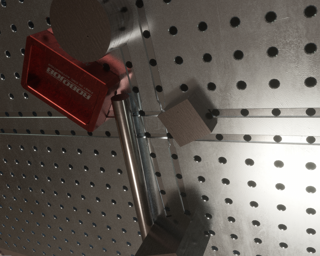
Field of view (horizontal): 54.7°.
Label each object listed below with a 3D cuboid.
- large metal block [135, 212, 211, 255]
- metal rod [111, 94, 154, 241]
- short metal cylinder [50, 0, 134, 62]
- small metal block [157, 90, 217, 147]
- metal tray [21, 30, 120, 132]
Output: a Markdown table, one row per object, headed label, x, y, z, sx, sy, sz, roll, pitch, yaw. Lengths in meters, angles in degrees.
| label | x | y | z | sx | sy | sz | roll | pitch | yaw |
| --- | --- | --- | --- | --- | --- | --- | --- | --- | --- |
| large metal block | 0.021 | 0.182 | 0.476 | 0.080 | 0.080 | 0.050 | -23 | 106 | 36 |
| metal rod | -0.034 | 0.089 | 0.482 | 0.025 | 0.025 | 0.298 | 6 | 121 | 25 |
| short metal cylinder | -0.078 | -0.123 | 0.359 | 0.080 | 0.050 | 0.079 | 13 | 124 | 20 |
| small metal block | 0.034 | -0.011 | 0.386 | 0.050 | 0.025 | 0.050 | -29 | 103 | 37 |
| metal tray | -0.129 | -0.064 | 0.434 | 0.130 | 0.030 | 0.089 | 33 | 129 | 6 |
